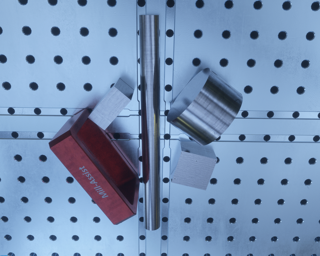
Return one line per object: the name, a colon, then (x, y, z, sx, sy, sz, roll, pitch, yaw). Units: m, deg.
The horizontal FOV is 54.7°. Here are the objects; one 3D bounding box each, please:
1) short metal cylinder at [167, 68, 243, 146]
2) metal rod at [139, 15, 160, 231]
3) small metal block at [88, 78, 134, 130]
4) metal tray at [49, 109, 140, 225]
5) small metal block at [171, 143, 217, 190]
short metal cylinder: (0.053, -0.026, 0.375, 0.050, 0.080, 0.080, 36, 106, -13)
metal rod: (-0.012, 0.007, 0.415, 0.025, 0.025, 0.298, 0, 110, 0)
small metal block: (-0.060, -0.031, 0.387, 0.025, 0.050, 0.050, 40, 105, -14)
metal tray: (-0.076, 0.047, 0.394, 0.030, 0.090, 0.130, -31, 108, 10)
small metal block: (0.047, 0.055, 0.435, 0.050, 0.025, 0.050, 14, 109, -6)
